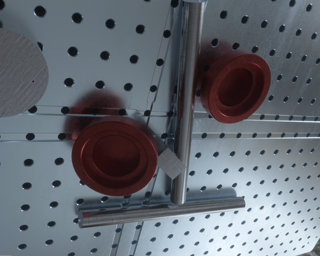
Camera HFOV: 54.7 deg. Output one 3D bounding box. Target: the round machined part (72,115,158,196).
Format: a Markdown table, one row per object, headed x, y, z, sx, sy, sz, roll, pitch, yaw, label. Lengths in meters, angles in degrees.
| x | y | z | sx | sy | sz | roll | pitch | yaw | label |
| --- | --- | --- | --- | --- | --- | --- | --- | --- | --- |
| -0.051 | 0.030 | 0.374 | 0.099 | 0.042 | 0.097 | 0 | 112 | 1 | round machined part |

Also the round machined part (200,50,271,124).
| x | y | z | sx | sy | sz | roll | pitch | yaw | label |
| --- | --- | --- | --- | --- | --- | --- | --- | --- | --- |
| 0.096 | -0.058 | 0.417 | 0.099 | 0.042 | 0.097 | -14 | 124 | -21 | round machined part |

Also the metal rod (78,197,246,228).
| x | y | z | sx | sy | sz | roll | pitch | yaw | label |
| --- | --- | --- | --- | --- | --- | --- | --- | --- | --- |
| 0.020 | 0.134 | 0.504 | 0.302 | 0.025 | 0.025 | 3 | 117 | -30 | metal rod |

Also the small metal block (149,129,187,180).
| x | y | z | sx | sy | sz | roll | pitch | yaw | label |
| --- | --- | --- | --- | --- | --- | --- | --- | --- | --- |
| 0.003 | 0.035 | 0.418 | 0.025 | 0.050 | 0.050 | -43 | 130 | -1 | small metal block |

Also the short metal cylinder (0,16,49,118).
| x | y | z | sx | sy | sz | roll | pitch | yaw | label |
| --- | --- | --- | --- | --- | --- | --- | --- | --- | --- |
| -0.147 | -0.056 | 0.280 | 0.081 | 0.050 | 0.079 | -14 | 124 | -21 | short metal cylinder |

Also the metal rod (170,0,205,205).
| x | y | z | sx | sy | sz | roll | pitch | yaw | label |
| --- | --- | --- | --- | --- | --- | --- | --- | --- | --- |
| 0.033 | -0.014 | 0.420 | 0.025 | 0.025 | 0.298 | -12 | 124 | -22 | metal rod |
